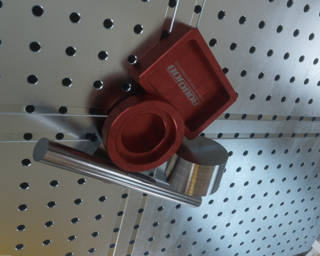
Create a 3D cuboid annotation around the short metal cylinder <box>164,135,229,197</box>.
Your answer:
[{"bbox_3d":[0.050,0.050,0.434,0.081,0.080,0.050,-4,120,-27],"label":"short metal cylinder"}]

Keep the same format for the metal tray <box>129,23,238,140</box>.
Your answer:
[{"bbox_3d":[0.035,-0.054,0.394,0.090,0.030,0.130,-43,129,0],"label":"metal tray"}]

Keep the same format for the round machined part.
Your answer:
[{"bbox_3d":[-0.023,0.002,0.380,0.099,0.042,0.097,-13,123,-20],"label":"round machined part"}]

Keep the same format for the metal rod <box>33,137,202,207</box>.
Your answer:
[{"bbox_3d":[-0.029,0.072,0.415,0.025,0.025,0.301,-51,138,8],"label":"metal rod"}]

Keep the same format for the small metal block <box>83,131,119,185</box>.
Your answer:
[{"bbox_3d":[-0.072,0.039,0.398,0.050,0.025,0.050,32,100,-39],"label":"small metal block"}]
